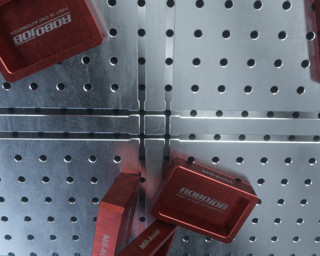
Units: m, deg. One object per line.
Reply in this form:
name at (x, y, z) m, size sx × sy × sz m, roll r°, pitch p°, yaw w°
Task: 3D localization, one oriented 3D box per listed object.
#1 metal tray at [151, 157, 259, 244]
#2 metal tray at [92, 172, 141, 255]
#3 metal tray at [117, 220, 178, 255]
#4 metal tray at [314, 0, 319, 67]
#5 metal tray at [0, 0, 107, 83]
metal tray at (0.063, 0.107, 0.451) m, size 0.131 × 0.030 × 0.089 m, roll 22°, pitch 108°, yaw -9°
metal tray at (-0.061, 0.138, 0.426) m, size 0.030 × 0.090 × 0.129 m, roll 14°, pitch 110°, yaw 7°
metal tray at (-0.025, 0.188, 0.427) m, size 0.030 × 0.131 × 0.089 m, roll 25°, pitch 111°, yaw 22°
metal tray at (0.241, -0.118, 0.371) m, size 0.090 × 0.030 × 0.129 m, roll -14°, pitch 110°, yaw 4°
metal tray at (-0.141, -0.119, 0.364) m, size 0.130 × 0.030 × 0.090 m, roll -22°, pitch 109°, yaw 7°
